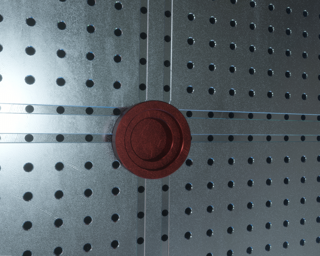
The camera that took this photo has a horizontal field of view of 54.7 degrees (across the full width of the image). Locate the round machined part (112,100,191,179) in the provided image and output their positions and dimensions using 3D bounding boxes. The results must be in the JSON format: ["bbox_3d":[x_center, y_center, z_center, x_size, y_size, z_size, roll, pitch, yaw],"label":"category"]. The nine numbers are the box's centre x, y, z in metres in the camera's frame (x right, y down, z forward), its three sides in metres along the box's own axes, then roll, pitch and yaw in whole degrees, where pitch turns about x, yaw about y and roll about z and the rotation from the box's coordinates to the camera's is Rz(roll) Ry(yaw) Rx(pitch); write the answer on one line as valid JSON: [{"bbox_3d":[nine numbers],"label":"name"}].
[{"bbox_3d":[-0.013,0.014,0.400,0.099,0.042,0.097,0,90,-21],"label":"round machined part"}]
